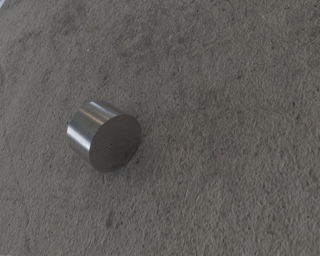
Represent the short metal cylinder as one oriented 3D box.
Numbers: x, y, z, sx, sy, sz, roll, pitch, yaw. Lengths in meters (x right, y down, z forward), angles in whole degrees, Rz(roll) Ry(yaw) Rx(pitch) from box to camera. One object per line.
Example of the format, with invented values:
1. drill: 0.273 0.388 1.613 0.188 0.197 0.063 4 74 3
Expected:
1. short metal cylinder: -0.071 0.010 0.401 0.050 0.080 0.080 29 78 37
